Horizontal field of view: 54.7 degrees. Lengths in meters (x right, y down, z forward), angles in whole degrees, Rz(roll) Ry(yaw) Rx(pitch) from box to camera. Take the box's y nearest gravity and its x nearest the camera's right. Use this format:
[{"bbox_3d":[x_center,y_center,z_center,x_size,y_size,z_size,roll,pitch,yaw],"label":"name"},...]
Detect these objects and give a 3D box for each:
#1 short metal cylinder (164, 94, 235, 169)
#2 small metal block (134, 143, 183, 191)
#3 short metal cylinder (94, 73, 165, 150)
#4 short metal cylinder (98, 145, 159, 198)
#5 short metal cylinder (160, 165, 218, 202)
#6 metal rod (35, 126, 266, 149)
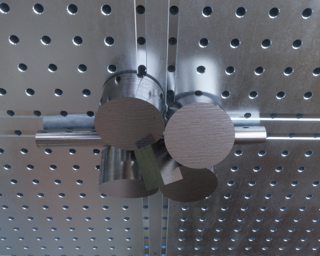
[{"bbox_3d":[0.045,0.002,0.376,0.081,0.050,0.079,0,107,0],"label":"short metal cylinder"},{"bbox_3d":[-0.001,0.046,0.383,0.025,0.050,0.050,-25,168,26],"label":"small metal block"},{"bbox_3d":[-0.035,-0.019,0.374,0.081,0.050,0.079,0,130,0],"label":"short metal cylinder"},{"bbox_3d":[-0.042,0.061,0.426,0.081,0.050,0.080,-1,150,0],"label":"short metal cylinder"},{"bbox_3d":[0.039,0.062,0.443,0.081,0.050,0.079,0,130,0],"label":"short metal cylinder"},{"bbox_3d":[-0.012,0.012,0.417,0.302,0.025,0.025,-1,130,0],"label":"metal rod"}]
